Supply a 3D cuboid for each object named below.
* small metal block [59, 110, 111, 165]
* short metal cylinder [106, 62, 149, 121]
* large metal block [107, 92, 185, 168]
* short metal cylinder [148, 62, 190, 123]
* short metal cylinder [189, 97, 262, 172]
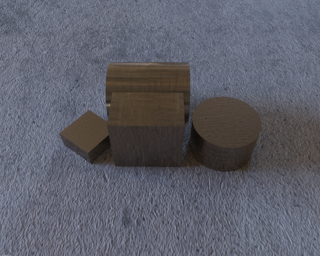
[{"bbox_3d":[-0.089,0.011,0.396,0.050,0.025,0.050,31,56,23],"label":"small metal block"},{"bbox_3d":[-0.039,-0.046,0.408,0.050,0.080,0.080,1,50,0],"label":"short metal cylinder"},{"bbox_3d":[-0.014,0.004,0.366,0.081,0.080,0.050,1,50,0],"label":"large metal block"},{"bbox_3d":[0.011,-0.046,0.408,0.050,0.080,0.080,1,50,0],"label":"short metal cylinder"},{"bbox_3d":[0.078,0.007,0.383,0.081,0.050,0.080,0,50,0],"label":"short metal cylinder"}]
